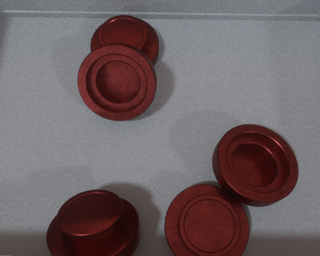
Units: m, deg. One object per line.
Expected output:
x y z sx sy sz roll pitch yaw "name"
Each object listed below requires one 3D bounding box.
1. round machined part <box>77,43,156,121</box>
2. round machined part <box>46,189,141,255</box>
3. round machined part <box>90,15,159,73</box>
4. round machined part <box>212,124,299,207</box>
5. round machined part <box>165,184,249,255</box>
-0.053 -0.062 0.405 0.099 0.042 0.097 1 112 2 "round machined part"
-0.072 0.104 0.334 0.099 0.042 0.098 -3 28 2 "round machined part"
-0.051 -0.122 0.445 0.099 0.042 0.098 0 70 0 "round machined part"
0.111 0.048 0.377 0.099 0.042 0.098 4 61 -8 "round machined part"
0.055 0.114 0.359 0.099 0.042 0.098 0 70 0 "round machined part"
